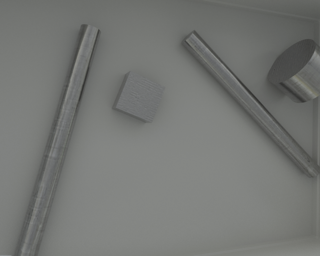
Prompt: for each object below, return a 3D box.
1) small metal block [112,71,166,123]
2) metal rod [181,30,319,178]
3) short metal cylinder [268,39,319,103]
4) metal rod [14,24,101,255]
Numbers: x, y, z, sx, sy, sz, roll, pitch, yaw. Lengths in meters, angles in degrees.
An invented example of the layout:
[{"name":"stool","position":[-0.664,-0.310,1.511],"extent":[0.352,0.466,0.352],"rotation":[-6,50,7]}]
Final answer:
[{"name":"small metal block","position":[-0.028,-0.039,0.401],"extent":[0.050,0.025,0.050],"rotation":[23,82,-19]},{"name":"metal rod","position":[0.144,-0.027,0.465],"extent":[0.300,0.025,0.025],"rotation":[43,76,-15]},{"name":"short metal cylinder","position":[0.211,-0.084,0.461],"extent":[0.050,0.080,0.080],"rotation":[35,79,-17]},{"name":"metal rod","position":[-0.122,0.023,0.365],"extent":[0.025,0.025,0.299],"rotation":[16,84,-20]}]
